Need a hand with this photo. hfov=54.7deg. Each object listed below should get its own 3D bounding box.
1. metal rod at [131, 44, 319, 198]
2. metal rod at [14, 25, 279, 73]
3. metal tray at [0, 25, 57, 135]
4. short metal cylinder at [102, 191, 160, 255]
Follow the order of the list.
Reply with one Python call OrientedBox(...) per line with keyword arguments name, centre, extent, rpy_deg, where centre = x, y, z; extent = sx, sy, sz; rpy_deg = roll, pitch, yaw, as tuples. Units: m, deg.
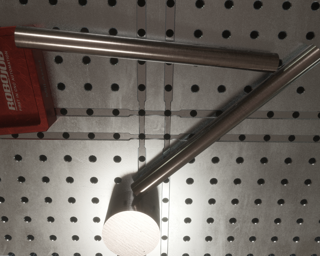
OrientedBox(name="metal rod", centre=(0.080, -0.002, 0.413), extent=(0.300, 0.025, 0.025), rpy_deg=(-39, 106, 12))
OrientedBox(name="metal rod", centre=(-0.007, -0.091, 0.363), extent=(0.302, 0.025, 0.025), rpy_deg=(4, 110, -9))
OrientedBox(name="metal tray", centre=(-0.190, -0.057, 0.386), extent=(0.091, 0.030, 0.129), rpy_deg=(-5, 110, 1))
OrientedBox(name="short metal cylinder", centre=(-0.040, 0.139, 0.451), extent=(0.081, 0.050, 0.079), rpy_deg=(0, 110, -1))
